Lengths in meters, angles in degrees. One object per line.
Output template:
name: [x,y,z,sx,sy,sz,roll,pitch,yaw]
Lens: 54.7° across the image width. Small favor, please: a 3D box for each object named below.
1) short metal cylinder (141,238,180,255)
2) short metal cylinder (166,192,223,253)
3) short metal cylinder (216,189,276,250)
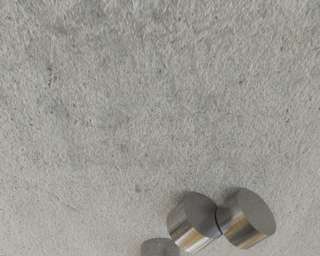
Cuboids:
short metal cylinder: [0.001,0.261,0.613,0.081,0.050,0.079,0,130,0]
short metal cylinder: [0.058,0.152,0.501,0.080,0.080,0.050,25,126,-20]
short metal cylinder: [0.137,0.145,0.496,0.080,0.080,0.050,28,125,-22]
